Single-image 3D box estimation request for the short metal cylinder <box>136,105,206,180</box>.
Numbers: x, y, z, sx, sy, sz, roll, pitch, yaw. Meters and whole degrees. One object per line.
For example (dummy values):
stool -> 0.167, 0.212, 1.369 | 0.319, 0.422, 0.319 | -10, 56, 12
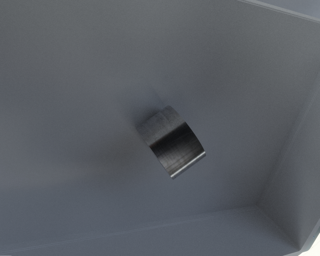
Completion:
short metal cylinder -> 0.013, 0.018, 0.390 | 0.050, 0.080, 0.080 | -36, 130, -5
